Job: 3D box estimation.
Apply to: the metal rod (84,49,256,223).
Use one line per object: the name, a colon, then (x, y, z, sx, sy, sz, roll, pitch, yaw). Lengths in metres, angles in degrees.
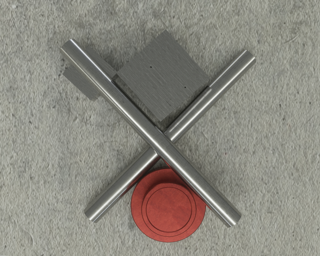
metal rod: (0.014, 0.010, 0.413, 0.025, 0.025, 0.300, 45, 89, -1)

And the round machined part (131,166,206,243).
round machined part: (0.011, 0.101, 0.402, 0.099, 0.042, 0.097, 0, 90, -1)

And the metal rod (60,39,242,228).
metal rod: (-0.011, 0.007, 0.385, 0.025, 0.025, 0.300, -44, 91, 0)

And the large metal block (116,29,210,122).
large metal block: (0.004, -0.064, 0.400, 0.080, 0.050, 0.080, -42, 91, 0)

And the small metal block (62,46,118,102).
small metal block: (-0.090, -0.071, 0.411, 0.050, 0.025, 0.050, 43, 90, -1)
